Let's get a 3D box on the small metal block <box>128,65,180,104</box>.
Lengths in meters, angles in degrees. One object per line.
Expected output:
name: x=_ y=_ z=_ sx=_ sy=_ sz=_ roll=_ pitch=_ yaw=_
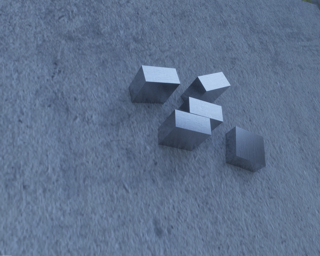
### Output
small metal block: x=-0.009 y=-0.057 z=0.420 sx=0.050 sy=0.050 sz=0.025 roll=-1 pitch=62 yaw=-29

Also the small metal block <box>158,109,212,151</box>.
small metal block: x=0.031 y=0.005 z=0.403 sx=0.050 sy=0.050 sz=0.025 roll=13 pitch=57 yaw=-22

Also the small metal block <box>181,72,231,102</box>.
small metal block: x=0.067 y=-0.055 z=0.460 sx=0.050 sy=0.050 sz=0.025 roll=-17 pitch=71 yaw=-35

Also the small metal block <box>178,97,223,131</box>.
small metal block: x=0.050 y=-0.013 z=0.424 sx=0.050 sy=0.050 sz=0.025 roll=14 pitch=56 yaw=-21

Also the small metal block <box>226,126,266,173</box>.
small metal block: x=0.125 y=0.032 z=0.454 sx=0.050 sy=0.025 sz=0.050 roll=20 pitch=54 yaw=-17
